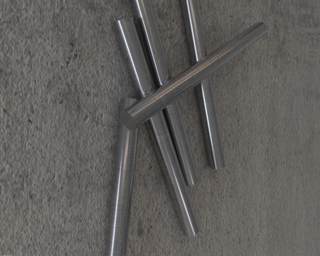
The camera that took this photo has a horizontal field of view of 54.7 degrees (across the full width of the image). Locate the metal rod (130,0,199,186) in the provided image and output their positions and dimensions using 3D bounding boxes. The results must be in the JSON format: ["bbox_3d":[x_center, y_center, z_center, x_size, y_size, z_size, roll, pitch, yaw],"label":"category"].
[{"bbox_3d":[0.003,-0.063,0.406,0.025,0.025,0.298,-26,107,-37],"label":"metal rod"}]

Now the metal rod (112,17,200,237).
[{"bbox_3d":[0.000,0.010,0.404,0.025,0.025,0.298,-29,108,-36],"label":"metal rod"}]

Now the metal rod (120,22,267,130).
[{"bbox_3d":[0.064,-0.085,0.423,0.302,0.025,0.025,-38,113,-34],"label":"metal rod"}]

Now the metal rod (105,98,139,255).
[{"bbox_3d":[-0.049,0.114,0.363,0.025,0.025,0.298,9,84,-40],"label":"metal rod"}]

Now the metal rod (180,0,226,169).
[{"bbox_3d":[0.061,-0.085,0.455,0.025,0.025,0.298,-19,102,-38],"label":"metal rod"}]
